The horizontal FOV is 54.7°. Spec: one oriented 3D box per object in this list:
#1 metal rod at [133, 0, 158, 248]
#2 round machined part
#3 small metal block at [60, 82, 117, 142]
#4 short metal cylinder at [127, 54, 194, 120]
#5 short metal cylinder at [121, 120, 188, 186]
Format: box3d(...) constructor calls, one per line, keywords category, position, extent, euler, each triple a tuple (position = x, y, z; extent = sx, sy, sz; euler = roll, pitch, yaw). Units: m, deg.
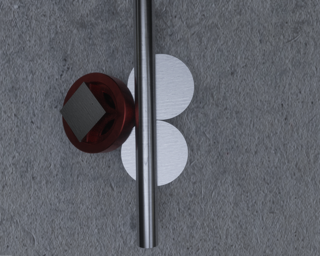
box3d(category="metal rod", position=(-0.017, -0.014, 0.361), extent=(0.025, 0.025, 0.298), euler=(-1, 90, 0))
box3d(category="round machined part", position=(-0.072, -0.017, 0.389), extent=(0.098, 0.042, 0.097), euler=(-1, 87, 29))
box3d(category="small metal block", position=(-0.085, -0.018, 0.370), extent=(0.050, 0.025, 0.050), euler=(-46, 68, 19))
box3d(category="short metal cylinder", position=(0.001, -0.050, 0.399), extent=(0.081, 0.050, 0.079), euler=(0, 90, 0))
box3d(category="short metal cylinder", position=(-0.007, 0.030, 0.398), extent=(0.081, 0.050, 0.080), euler=(0, 89, 0))
